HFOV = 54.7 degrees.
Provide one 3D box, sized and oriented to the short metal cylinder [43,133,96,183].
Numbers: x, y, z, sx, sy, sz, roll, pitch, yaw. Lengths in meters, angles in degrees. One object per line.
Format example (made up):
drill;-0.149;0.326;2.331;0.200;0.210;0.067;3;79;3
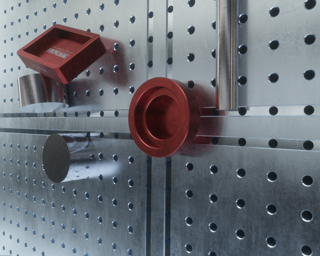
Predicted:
short metal cylinder;-0.152;0.049;0.519;0.080;0.050;0.080;0;90;40

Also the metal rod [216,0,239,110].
metal rod;0.075;-0.169;0.347;0.025;0.025;0.298;0;90;40

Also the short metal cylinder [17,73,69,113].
short metal cylinder;-0.204;-0.059;0.543;0.080;0.081;0.050;-14;81;39

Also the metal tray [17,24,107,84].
metal tray;-0.161;-0.124;0.504;0.130;0.030;0.090;25;61;37

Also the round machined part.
round machined part;0.009;-0.013;0.391;0.098;0.042;0.097;0;90;40
